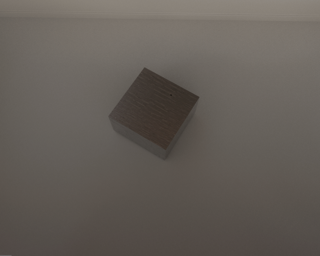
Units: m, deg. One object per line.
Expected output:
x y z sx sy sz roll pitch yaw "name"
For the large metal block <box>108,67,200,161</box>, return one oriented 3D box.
-0.007 -0.017 0.399 0.080 0.050 0.080 30 72 10 "large metal block"
